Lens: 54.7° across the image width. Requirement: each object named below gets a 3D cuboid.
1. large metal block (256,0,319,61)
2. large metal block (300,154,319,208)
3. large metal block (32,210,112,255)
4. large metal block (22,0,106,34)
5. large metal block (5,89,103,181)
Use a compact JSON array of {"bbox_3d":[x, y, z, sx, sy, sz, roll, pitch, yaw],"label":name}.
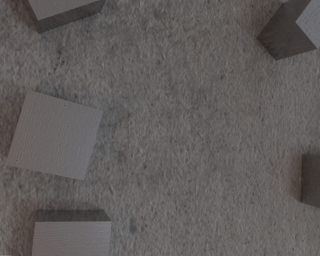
[{"bbox_3d":[0.205,-0.154,0.457,0.050,0.080,0.080,42,77,-16],"label":"large metal block"},{"bbox_3d":[0.280,0.085,0.502,0.081,0.050,0.079,3,89,-20],"label":"large metal block"},{"bbox_3d":[-0.105,0.141,0.358,0.081,0.050,0.080,6,88,-20],"label":"large metal block"},{"bbox_3d":[-0.118,-0.165,0.352,0.081,0.050,0.080,-27,99,-18],"label":"large metal block"},{"bbox_3d":[-0.118,0.009,0.352,0.081,0.050,0.080,16,85,-20],"label":"large metal block"}]
